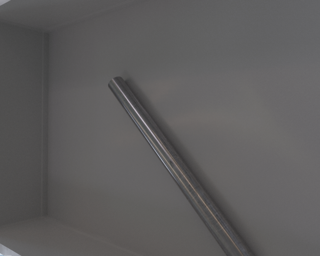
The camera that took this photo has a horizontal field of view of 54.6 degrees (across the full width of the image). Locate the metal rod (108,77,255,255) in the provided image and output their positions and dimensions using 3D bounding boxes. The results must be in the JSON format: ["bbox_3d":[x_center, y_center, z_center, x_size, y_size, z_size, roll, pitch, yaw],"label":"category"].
[{"bbox_3d":[0.014,0.040,0.395,0.025,0.025,0.300,-52,60,27],"label":"metal rod"}]
